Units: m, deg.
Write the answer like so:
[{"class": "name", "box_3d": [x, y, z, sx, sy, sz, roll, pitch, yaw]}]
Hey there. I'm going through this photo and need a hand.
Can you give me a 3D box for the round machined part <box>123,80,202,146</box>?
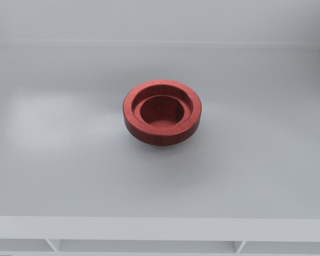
[{"class": "round machined part", "box_3d": [0.003, -0.015, 0.402, 0.099, 0.042, 0.098, 0, 50, 0]}]
